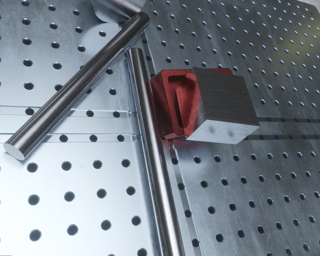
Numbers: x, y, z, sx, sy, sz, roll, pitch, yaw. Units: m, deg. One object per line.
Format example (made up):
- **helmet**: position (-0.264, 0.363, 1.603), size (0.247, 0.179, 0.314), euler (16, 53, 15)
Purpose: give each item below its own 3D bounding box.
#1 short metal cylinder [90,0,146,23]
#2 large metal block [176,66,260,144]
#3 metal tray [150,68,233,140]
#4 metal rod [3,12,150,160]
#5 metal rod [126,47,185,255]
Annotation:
- **short metal cylinder**: position (-0.067, -0.205, 0.463), size (0.081, 0.080, 0.050), euler (-11, 68, -33)
- **large metal block**: position (0.074, -0.028, 0.410), size (0.081, 0.050, 0.080), euler (6, 57, -25)
- **metal tray**: position (0.057, -0.038, 0.445), size (0.131, 0.030, 0.090), euler (-8, 82, -32)
- **metal rod**: position (-0.088, -0.076, 0.408), size (0.025, 0.025, 0.301), euler (35, 51, -5)
- **metal rod**: position (-0.010, 0.021, 0.391), size (0.025, 0.025, 0.299), euler (3, 60, -27)
